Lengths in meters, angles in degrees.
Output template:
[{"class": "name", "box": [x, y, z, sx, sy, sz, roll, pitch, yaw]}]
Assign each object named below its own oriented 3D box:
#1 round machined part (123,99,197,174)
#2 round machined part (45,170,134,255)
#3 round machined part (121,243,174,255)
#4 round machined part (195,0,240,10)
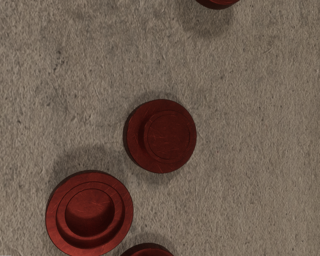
[{"class": "round machined part", "box": [0.004, 0.011, 0.403, 0.099, 0.042, 0.097, 0, 90, -21]}, {"class": "round machined part", "box": [-0.085, 0.098, 0.370, 0.099, 0.042, 0.097, 0, 90, -21]}, {"class": "round machined part", "box": [-0.014, 0.203, 0.396, 0.099, 0.042, 0.097, 0, 90, -21]}, {"class": "round machined part", "box": [0.074, -0.212, 0.428, 0.099, 0.042, 0.097, 0, 90, -21]}]
